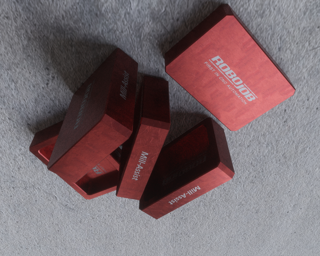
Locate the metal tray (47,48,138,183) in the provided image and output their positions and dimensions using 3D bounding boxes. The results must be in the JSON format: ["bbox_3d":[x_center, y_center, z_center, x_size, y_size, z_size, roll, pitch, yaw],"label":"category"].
[{"bbox_3d":[-0.066,-0.018,0.324,0.030,0.130,0.090,36,121,-27],"label":"metal tray"}]

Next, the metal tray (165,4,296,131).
[{"bbox_3d":[0.080,-0.061,0.354,0.090,0.030,0.130,-37,122,26],"label":"metal tray"}]

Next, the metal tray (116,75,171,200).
[{"bbox_3d":[-0.022,0.014,0.377,0.030,0.090,0.129,13,129,-11],"label":"metal tray"}]

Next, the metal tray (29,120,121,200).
[{"bbox_3d":[-0.105,0.044,0.442,0.090,0.030,0.130,-23,127,18],"label":"metal tray"}]

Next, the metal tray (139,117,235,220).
[{"bbox_3d":[0.030,0.053,0.412,0.130,0.090,0.030,-36,122,26],"label":"metal tray"}]
